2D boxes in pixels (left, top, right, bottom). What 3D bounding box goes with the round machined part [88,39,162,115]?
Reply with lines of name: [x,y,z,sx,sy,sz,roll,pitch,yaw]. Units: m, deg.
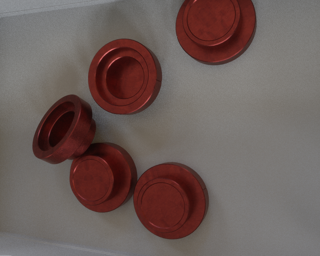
round machined part: [-0.043,-0.066,0.417,0.098,0.042,0.097,0,90,20]

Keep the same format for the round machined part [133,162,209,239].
round machined part: [0.010,0.095,0.398,0.098,0.042,0.097,0,90,20]

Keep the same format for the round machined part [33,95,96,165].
round machined part: [-0.128,0.006,0.431,0.098,0.042,0.098,-23,49,29]

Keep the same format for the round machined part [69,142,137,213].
round machined part: [-0.085,0.069,0.432,0.098,0.042,0.097,0,90,20]

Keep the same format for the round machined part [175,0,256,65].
round machined part: [0.066,-0.129,0.378,0.098,0.042,0.097,0,90,20]
